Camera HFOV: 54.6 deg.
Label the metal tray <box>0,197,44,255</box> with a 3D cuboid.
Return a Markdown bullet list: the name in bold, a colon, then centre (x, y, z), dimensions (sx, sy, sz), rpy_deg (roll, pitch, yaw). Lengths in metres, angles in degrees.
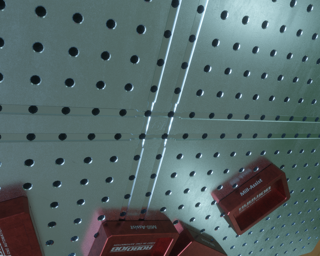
- **metal tray**: centre (-0.202, 0.155, 0.393), dimensions (0.091, 0.030, 0.129), rpy_deg (-13, 124, -21)

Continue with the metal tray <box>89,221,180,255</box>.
- **metal tray**: centre (-0.042, 0.196, 0.504), dimensions (0.131, 0.030, 0.089), rpy_deg (11, 113, -33)

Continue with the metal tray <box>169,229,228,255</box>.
- **metal tray**: centre (0.062, 0.252, 0.597), dimensions (0.090, 0.030, 0.130), rpy_deg (-48, 129, 5)

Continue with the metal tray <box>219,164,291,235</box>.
- **metal tray**: centre (0.183, 0.138, 0.591), dimensions (0.130, 0.030, 0.090), rpy_deg (-34, 129, -6)
